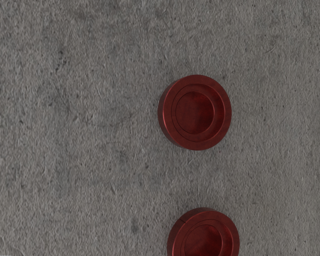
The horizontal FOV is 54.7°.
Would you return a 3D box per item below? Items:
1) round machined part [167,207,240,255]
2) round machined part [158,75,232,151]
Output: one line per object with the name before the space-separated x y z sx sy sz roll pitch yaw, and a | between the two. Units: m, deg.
round machined part | 0.055 0.156 0.420 0.099 0.042 0.097 0 90 -20
round machined part | 0.043 -0.020 0.416 0.099 0.042 0.097 0 90 -20
